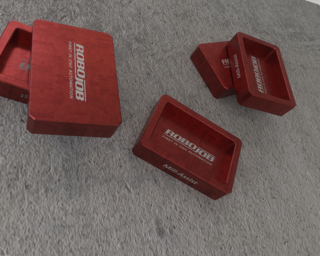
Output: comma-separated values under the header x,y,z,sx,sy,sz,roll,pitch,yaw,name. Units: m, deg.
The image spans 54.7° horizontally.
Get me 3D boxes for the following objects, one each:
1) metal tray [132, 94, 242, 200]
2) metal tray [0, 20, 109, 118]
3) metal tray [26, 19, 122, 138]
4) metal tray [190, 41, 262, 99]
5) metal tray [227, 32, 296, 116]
x,y,z,sx,sy,sz,roll,pitch,yaw,name
0.040,0.024,0.406,0.130,0.030,0.090,31,52,-9,metal tray
-0.127,-0.066,0.371,0.131,0.030,0.090,18,55,-18,metal tray
-0.095,-0.055,0.343,0.091,0.030,0.130,4,60,-26,metal tray
0.126,-0.105,0.532,0.131,0.030,0.090,-16,70,-34,metal tray
0.162,-0.088,0.501,0.091,0.030,0.130,12,57,-22,metal tray
